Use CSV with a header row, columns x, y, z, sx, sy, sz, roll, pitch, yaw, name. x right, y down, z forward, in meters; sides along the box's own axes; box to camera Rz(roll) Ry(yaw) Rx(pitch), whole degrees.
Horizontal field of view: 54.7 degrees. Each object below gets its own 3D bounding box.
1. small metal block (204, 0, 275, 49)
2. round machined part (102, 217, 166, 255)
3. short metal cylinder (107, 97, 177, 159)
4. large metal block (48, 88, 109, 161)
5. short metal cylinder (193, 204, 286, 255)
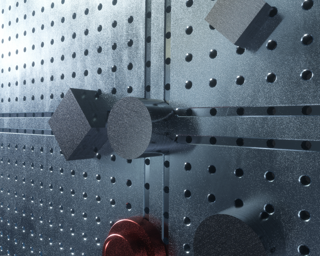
x,y,z,sx,sy,sz,roll,pitch,yaw,name
0.086,-0.124,0.338,0.050,0.025,0.050,51,120,27,small metal block
-0.042,0.177,0.431,0.098,0.042,0.097,0,90,39,round machined part
-0.024,0.000,0.411,0.080,0.050,0.079,0,90,39,short metal cylinder
-0.125,-0.005,0.493,0.080,0.050,0.080,-48,62,29,large metal block
0.082,0.125,0.324,0.080,0.050,0.079,0,90,39,short metal cylinder
